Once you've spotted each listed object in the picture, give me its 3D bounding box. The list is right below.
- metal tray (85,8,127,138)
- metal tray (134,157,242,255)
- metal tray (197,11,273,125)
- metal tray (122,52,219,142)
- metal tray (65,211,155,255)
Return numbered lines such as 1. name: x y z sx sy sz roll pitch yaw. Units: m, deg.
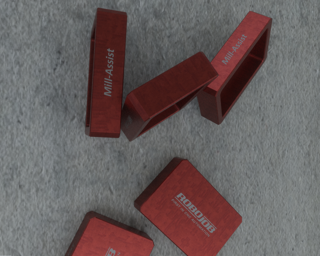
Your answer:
1. metal tray: -0.063 -0.055 0.350 0.030 0.090 0.129 4 89 -17
2. metal tray: 0.041 0.115 0.423 0.090 0.030 0.130 -47 105 -14
3. metal tray: 0.099 -0.077 0.413 0.030 0.090 0.130 31 76 24
4. metal tray: 0.002 -0.029 0.352 0.090 0.130 0.030 -33 87 -16
5. metal tray: -0.076 0.180 0.379 0.090 0.030 0.130 29 80 -18
